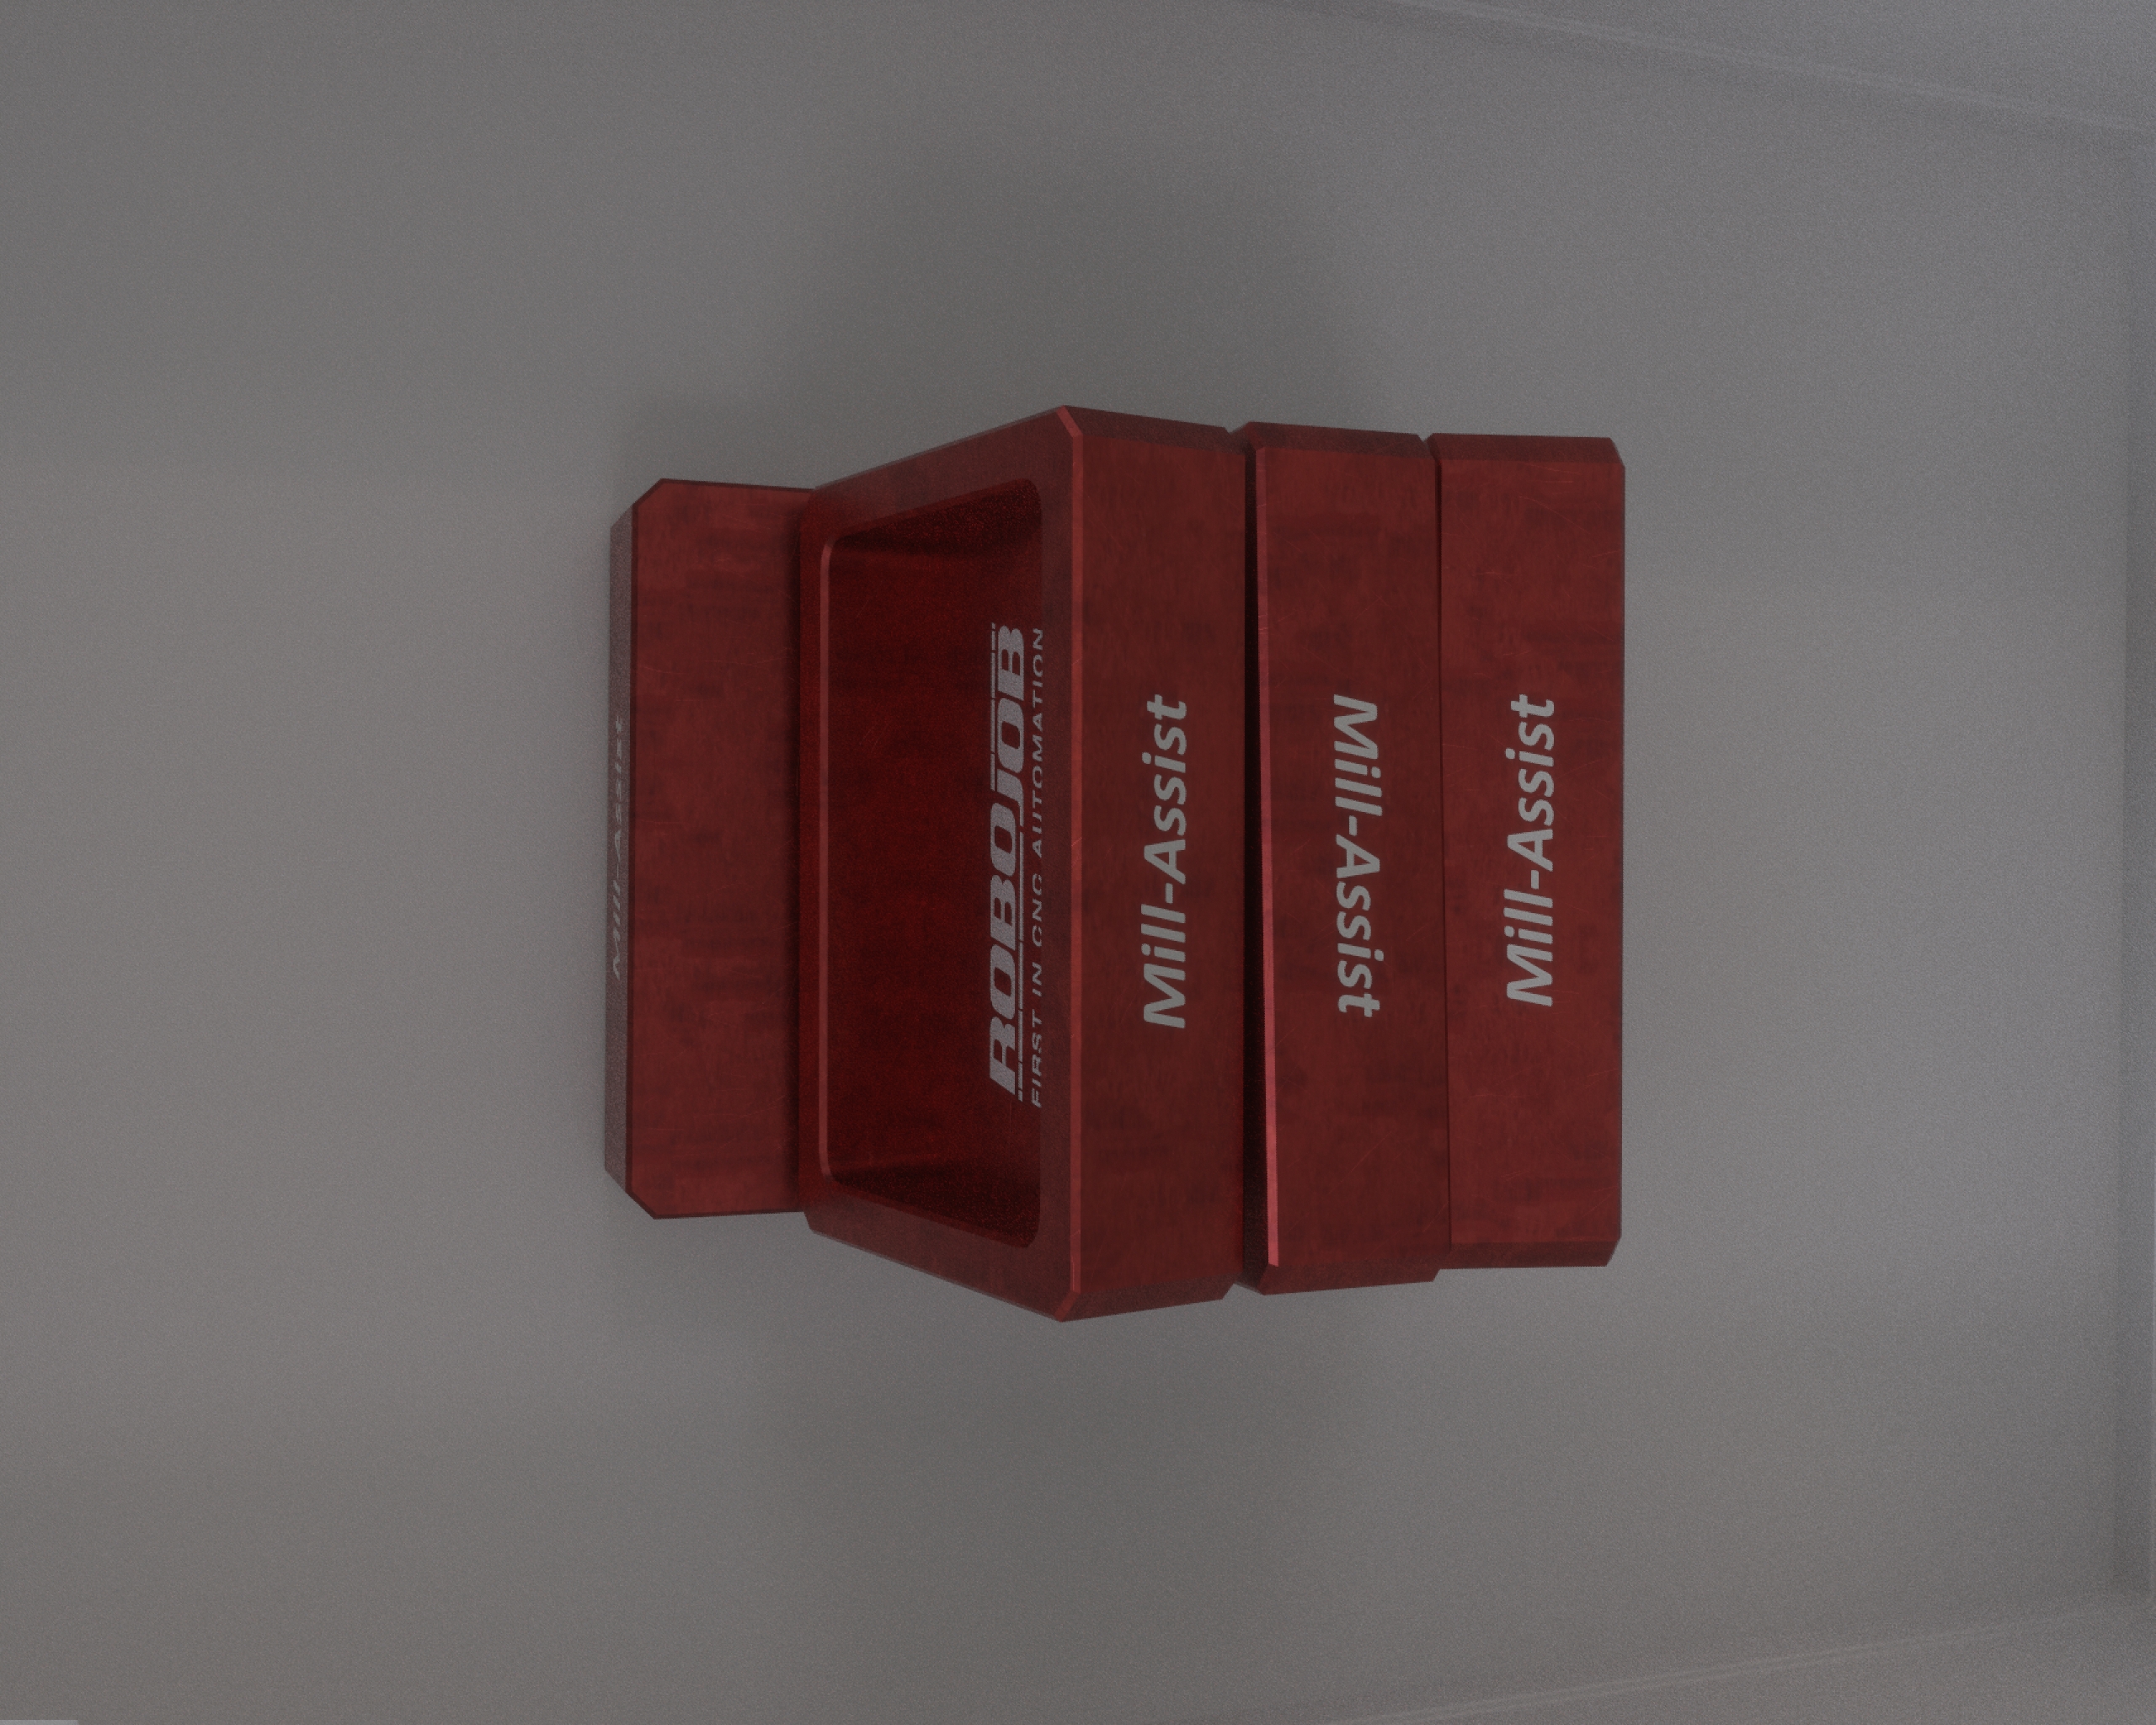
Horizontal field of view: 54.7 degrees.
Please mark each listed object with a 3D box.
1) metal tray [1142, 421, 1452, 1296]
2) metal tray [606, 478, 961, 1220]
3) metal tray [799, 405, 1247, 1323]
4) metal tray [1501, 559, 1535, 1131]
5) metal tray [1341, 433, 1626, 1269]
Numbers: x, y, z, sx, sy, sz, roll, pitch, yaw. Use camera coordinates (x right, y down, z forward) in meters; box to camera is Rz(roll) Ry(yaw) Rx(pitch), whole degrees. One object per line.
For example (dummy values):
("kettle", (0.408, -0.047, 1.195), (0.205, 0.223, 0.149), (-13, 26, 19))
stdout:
("metal tray", (0.026, 0.000, 0.350), (0.030, 0.090, 0.129), (0, 88, -20))
("metal tray", (-0.040, -0.002, 0.390), (0.091, 0.030, 0.129), (1, 90, -20))
("metal tray", (-0.012, 0.000, 0.335), (0.030, 0.090, 0.129), (0, 90, -33))
("metal tray", (0.045, 0.000, 0.423), (0.091, 0.030, 0.129), (1, 90, -20))
("metal tray", (0.065, -0.002, 0.363), (0.030, 0.090, 0.129), (0, 90, -6))
